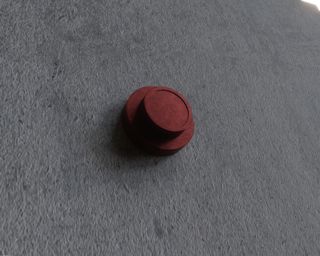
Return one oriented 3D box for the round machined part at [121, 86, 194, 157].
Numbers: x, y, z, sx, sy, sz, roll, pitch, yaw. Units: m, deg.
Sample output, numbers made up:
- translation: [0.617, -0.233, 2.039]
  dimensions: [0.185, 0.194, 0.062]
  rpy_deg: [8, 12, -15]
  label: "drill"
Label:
- translation: [0.003, -0.015, 0.406]
  dimensions: [0.099, 0.042, 0.098]
  rpy_deg: [14, 56, -21]
  label: "round machined part"
